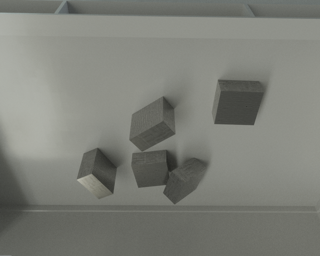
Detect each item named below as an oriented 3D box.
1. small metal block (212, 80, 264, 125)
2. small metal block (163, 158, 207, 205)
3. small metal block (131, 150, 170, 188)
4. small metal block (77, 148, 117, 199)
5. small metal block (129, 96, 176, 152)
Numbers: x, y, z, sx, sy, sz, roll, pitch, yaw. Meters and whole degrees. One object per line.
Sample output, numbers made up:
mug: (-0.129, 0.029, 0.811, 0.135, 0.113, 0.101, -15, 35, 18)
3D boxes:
small metal block: (0.094, -0.031, 0.383, 0.050, 0.025, 0.050, 2, 130, -2)
small metal block: (0.036, 0.078, 0.457, 0.050, 0.025, 0.050, -25, 145, -40)
small metal block: (-0.012, 0.061, 0.461, 0.050, 0.025, 0.050, -7, 130, 5)
small metal block: (-0.089, 0.066, 0.448, 0.025, 0.050, 0.050, -23, 127, 18)
small metal block: (-0.009, -0.005, 0.388, 0.050, 0.050, 0.025, -29, 124, 22)
